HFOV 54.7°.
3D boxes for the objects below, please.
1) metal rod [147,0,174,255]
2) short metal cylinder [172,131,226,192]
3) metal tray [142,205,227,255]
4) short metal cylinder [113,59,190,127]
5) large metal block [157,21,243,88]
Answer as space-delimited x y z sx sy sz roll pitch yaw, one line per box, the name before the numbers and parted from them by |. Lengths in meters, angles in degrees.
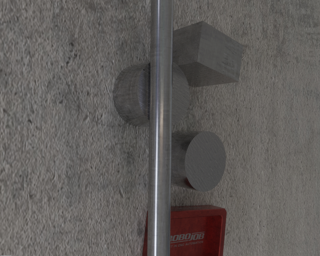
metal rod | 0.001 -0.010 0.340 0.025 0.025 0.298 1 90 -40
short metal cylinder | 0.045 0.044 0.427 0.081 0.050 0.079 0 90 -40
metal tray | 0.038 0.157 0.433 0.131 0.030 0.090 10 84 -40
short metal cylinder | -0.010 -0.041 0.380 0.081 0.050 0.079 0 90 -40
large metal block | 0.050 -0.092 0.411 0.081 0.080 0.050 15 81 -39
